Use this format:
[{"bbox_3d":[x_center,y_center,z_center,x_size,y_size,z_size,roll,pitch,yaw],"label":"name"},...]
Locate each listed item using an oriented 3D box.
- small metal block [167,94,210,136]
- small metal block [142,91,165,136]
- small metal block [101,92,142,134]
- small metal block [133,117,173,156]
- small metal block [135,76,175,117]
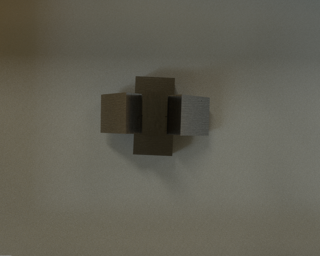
[{"bbox_3d":[0.037,-0.016,0.398,0.050,0.025,0.050,1,91,-39],"label":"small metal block"},{"bbox_3d":[-0.007,-0.016,0.371,0.025,0.050,0.050,1,90,-1],"label":"small metal block"},{"bbox_3d":[-0.050,-0.018,0.395,0.050,0.025,0.050,1,90,43],"label":"small metal block"},{"bbox_3d":[-0.008,0.010,0.409,0.050,0.025,0.050,3,90,0],"label":"small metal block"},{"bbox_3d":[-0.007,-0.040,0.409,0.050,0.025,0.050,3,90,-1],"label":"small metal block"}]
